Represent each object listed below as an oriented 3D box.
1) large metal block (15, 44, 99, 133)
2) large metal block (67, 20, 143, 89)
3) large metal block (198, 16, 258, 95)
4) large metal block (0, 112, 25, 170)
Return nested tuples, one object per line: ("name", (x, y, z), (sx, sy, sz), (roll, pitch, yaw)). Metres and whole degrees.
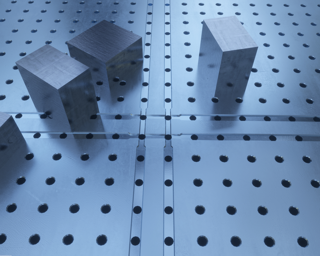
("large metal block", (-0.134, -0.053, 0.415), (0.080, 0.080, 0.050), (31, 57, 23))
("large metal block", (-0.084, -0.119, 0.490), (0.080, 0.050, 0.080), (31, 56, 23))
("large metal block", (0.097, -0.109, 0.465), (0.050, 0.080, 0.080), (-10, 51, -9))
("large metal block", (-0.229, 0.018, 0.373), (0.080, 0.050, 0.080), (17, 52, 13))
